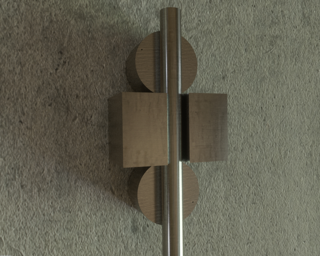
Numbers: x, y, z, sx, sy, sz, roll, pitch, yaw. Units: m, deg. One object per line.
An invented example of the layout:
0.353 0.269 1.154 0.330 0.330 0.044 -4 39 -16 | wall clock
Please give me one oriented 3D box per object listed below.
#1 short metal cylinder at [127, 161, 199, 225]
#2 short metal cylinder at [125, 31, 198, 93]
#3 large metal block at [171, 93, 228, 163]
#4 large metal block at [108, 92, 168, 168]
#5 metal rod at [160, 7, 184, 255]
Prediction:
0.003 0.078 0.399 0.081 0.050 0.080 0 90 -20 | short metal cylinder
0.001 -0.078 0.397 0.081 0.050 0.080 0 90 -20 | short metal cylinder
0.043 -0.001 0.397 0.050 0.080 0.080 -1 90 -20 | large metal block
-0.029 0.001 0.370 0.050 0.080 0.080 -1 90 -20 | large metal block
0.014 0.013 0.362 0.025 0.025 0.298 -1 90 -20 | metal rod
